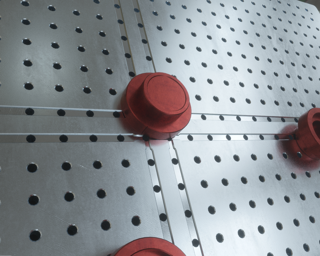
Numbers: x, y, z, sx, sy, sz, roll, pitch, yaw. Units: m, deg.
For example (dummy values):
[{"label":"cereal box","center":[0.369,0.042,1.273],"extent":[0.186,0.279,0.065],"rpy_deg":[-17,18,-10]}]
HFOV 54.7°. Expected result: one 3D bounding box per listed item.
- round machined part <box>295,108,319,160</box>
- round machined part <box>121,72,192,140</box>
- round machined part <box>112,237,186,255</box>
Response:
[{"label":"round machined part","center":[0.279,0.017,0.541],"extent":[0.099,0.042,0.098],"rpy_deg":[14,56,-21]},{"label":"round machined part","center":[0.001,-0.037,0.422],"extent":[0.099,0.042,0.098],"rpy_deg":[14,56,-21]},{"label":"round machined part","center":[-0.015,0.158,0.294],"extent":[0.099,0.042,0.098],"rpy_deg":[14,56,-21]}]
